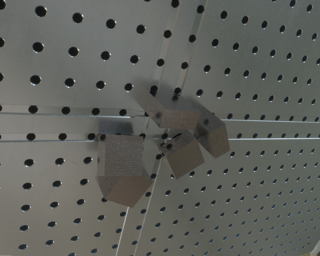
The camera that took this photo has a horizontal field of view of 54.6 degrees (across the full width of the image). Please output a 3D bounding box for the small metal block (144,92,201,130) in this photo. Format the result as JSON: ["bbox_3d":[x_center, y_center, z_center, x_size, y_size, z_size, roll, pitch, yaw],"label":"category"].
[{"bbox_3d":[0.014,-0.022,0.389,0.050,0.050,0.025,4,117,-30],"label":"small metal block"}]

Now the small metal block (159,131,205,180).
[{"bbox_3d":[0.033,0.039,0.453,0.050,0.025,0.050,-30,129,-9],"label":"small metal block"}]

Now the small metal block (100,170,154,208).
[{"bbox_3d":[-0.046,0.080,0.434,0.050,0.025,0.050,31,101,-38],"label":"small metal block"}]

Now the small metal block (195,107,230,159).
[{"bbox_3d":[0.071,0.007,0.437,0.025,0.050,0.050,-28,128,-11],"label":"small metal block"}]

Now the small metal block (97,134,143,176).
[{"bbox_3d":[-0.050,0.035,0.389,0.050,0.025,0.050,5,81,-31],"label":"small metal block"}]
